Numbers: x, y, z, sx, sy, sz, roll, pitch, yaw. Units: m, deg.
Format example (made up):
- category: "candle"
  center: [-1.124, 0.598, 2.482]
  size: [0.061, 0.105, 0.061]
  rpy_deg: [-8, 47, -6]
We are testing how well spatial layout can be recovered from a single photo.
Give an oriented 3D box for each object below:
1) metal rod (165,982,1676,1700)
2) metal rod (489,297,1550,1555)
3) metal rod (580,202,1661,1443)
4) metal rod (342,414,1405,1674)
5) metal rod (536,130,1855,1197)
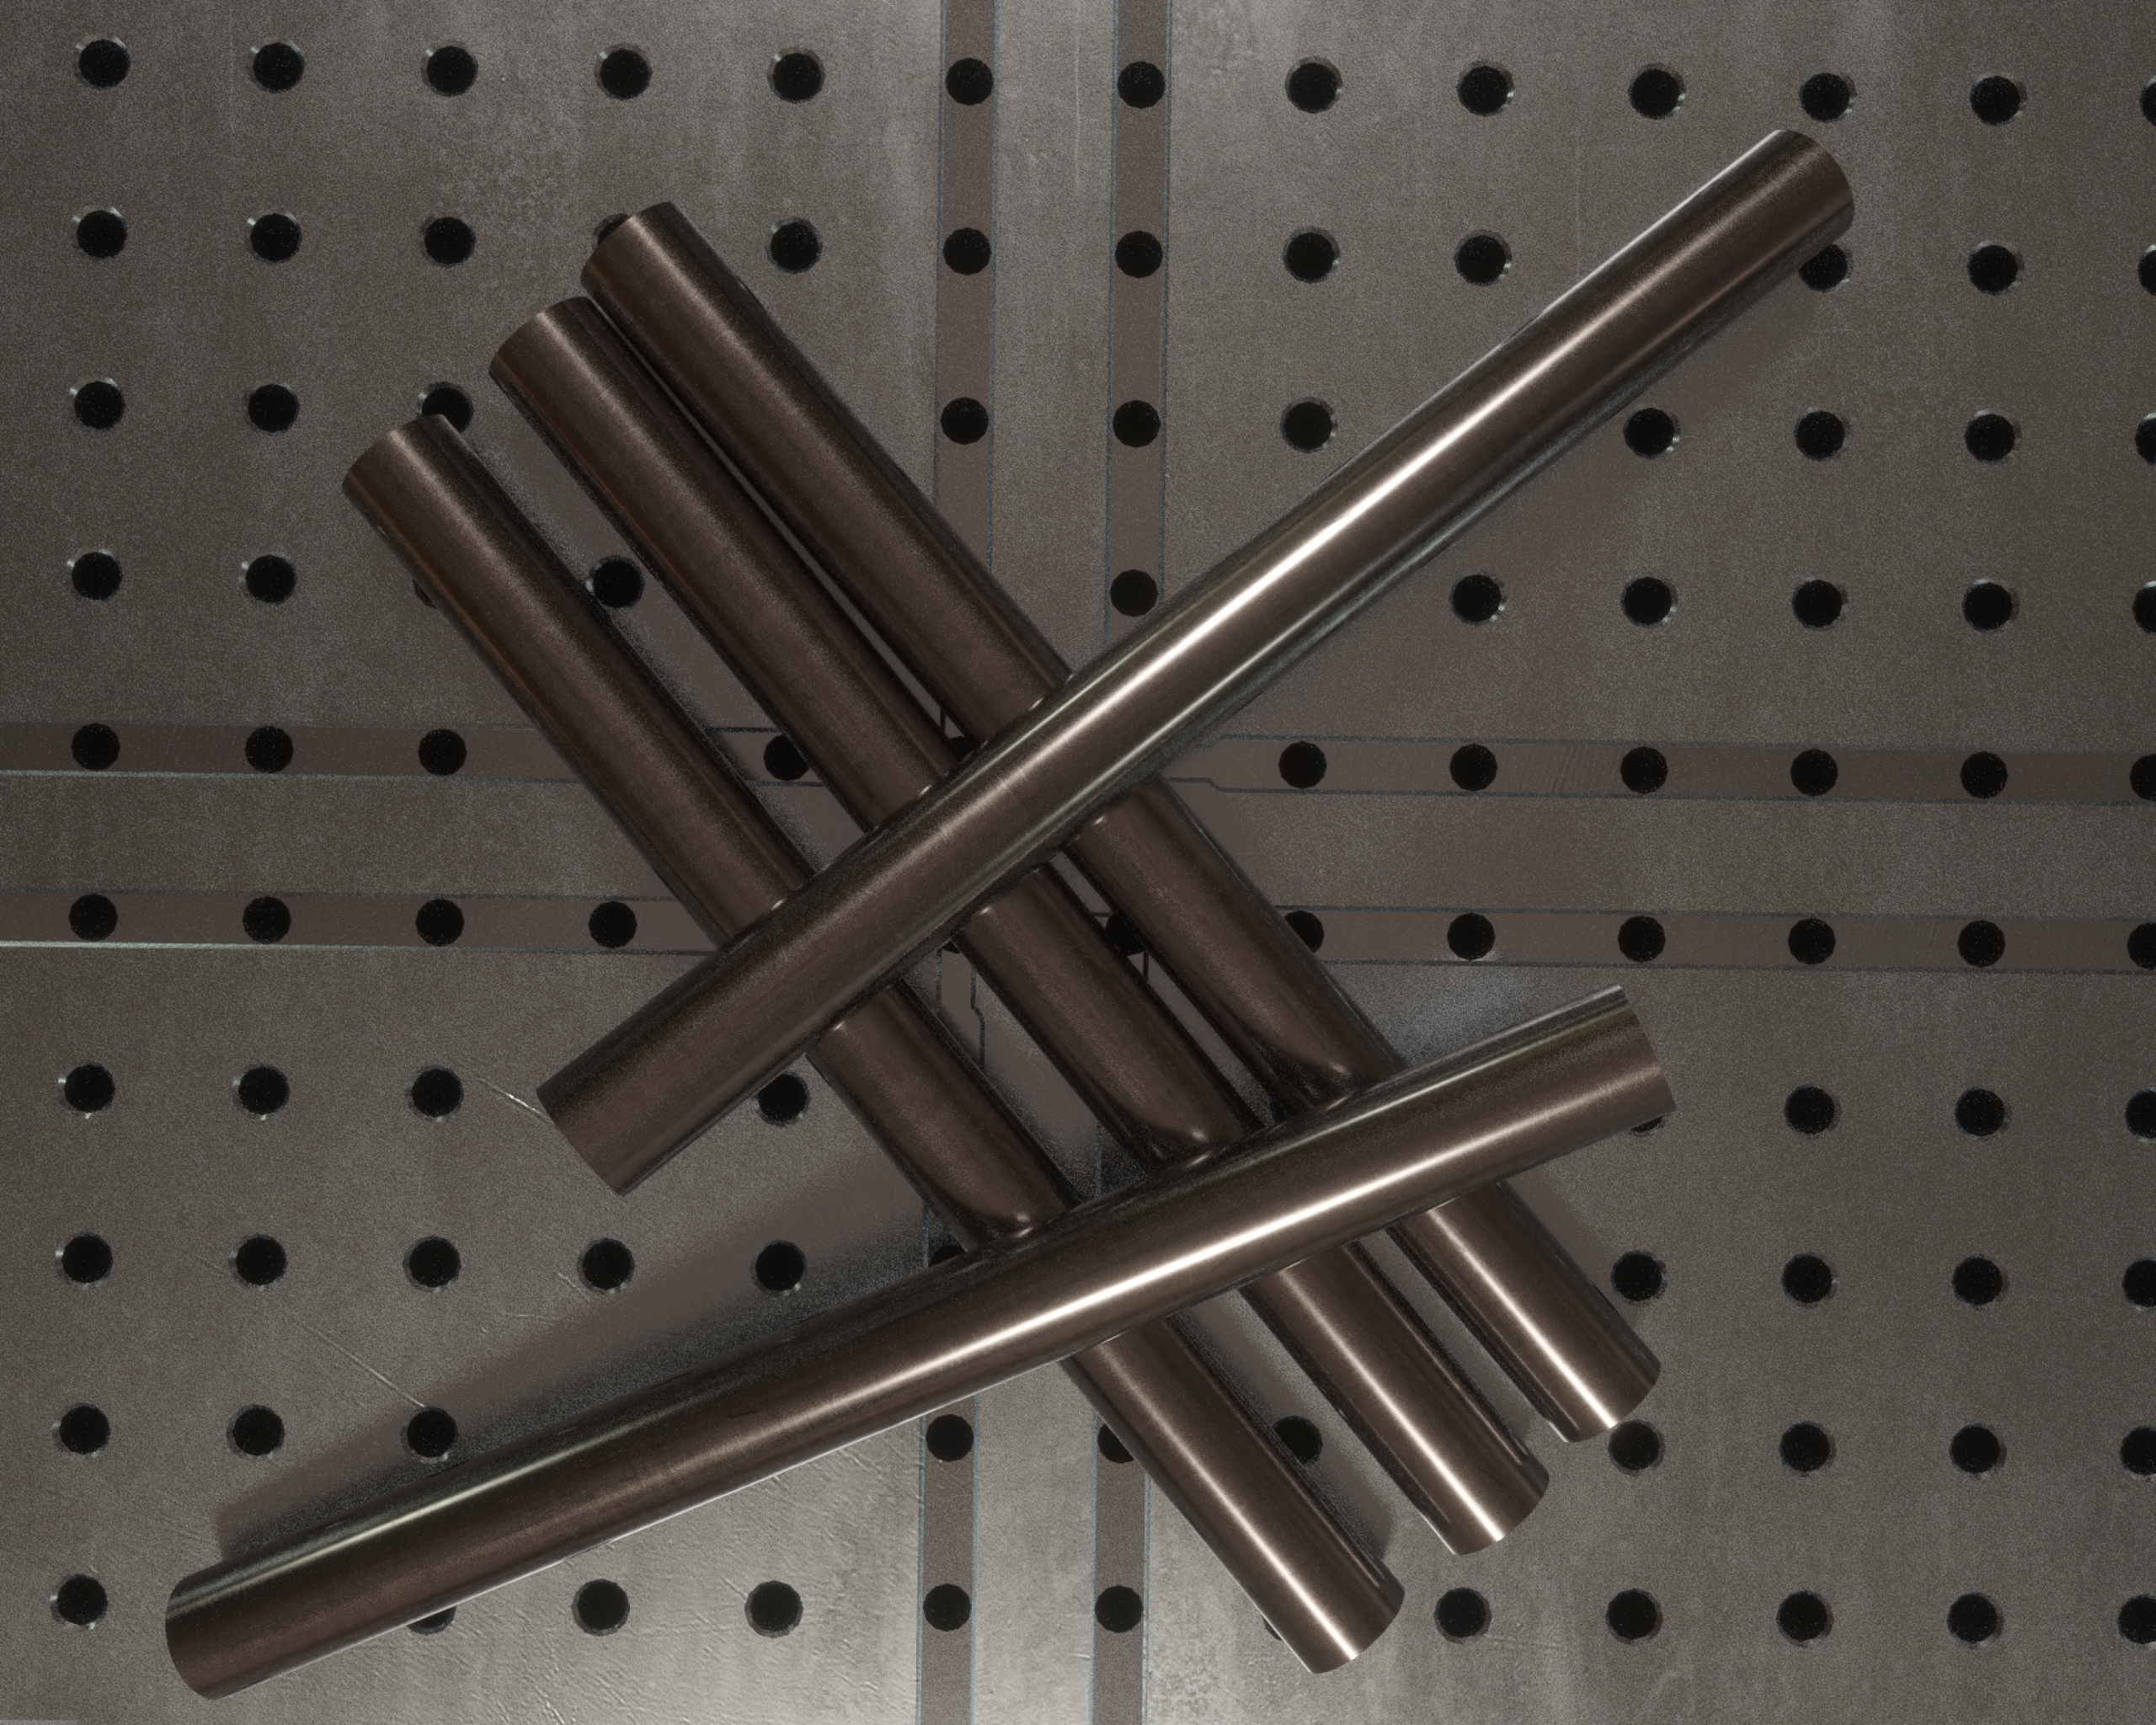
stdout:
- category: "metal rod"
  center: [-0.035, 0.093, 0.392]
  size: [0.301, 0.025, 0.025]
  rpy_deg: [-24, 90, 8]
- category: "metal rod"
  center: [-0.011, 0.013, 0.413]
  size: [0.025, 0.025, 0.300]
  rpy_deg: [-39, 91, 0]
- category: "metal rod"
  center: [0.009, -0.008, 0.413]
  size: [0.025, 0.025, 0.300]
  rpy_deg: [-40, 91, 0]
- category: "metal rod"
  center: [-0.040, 0.036, 0.413]
  size: [0.025, 0.025, 0.300]
  rpy_deg: [-39, 91, 0]
- category: "metal rod"
  center: [0.028, -0.043, 0.393]
  size: [0.301, 0.025, 0.025]
  rpy_deg: [-38, 90, -8]
